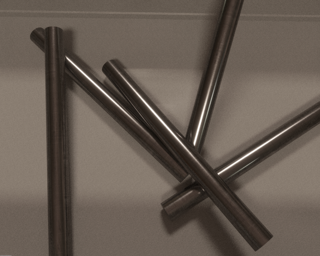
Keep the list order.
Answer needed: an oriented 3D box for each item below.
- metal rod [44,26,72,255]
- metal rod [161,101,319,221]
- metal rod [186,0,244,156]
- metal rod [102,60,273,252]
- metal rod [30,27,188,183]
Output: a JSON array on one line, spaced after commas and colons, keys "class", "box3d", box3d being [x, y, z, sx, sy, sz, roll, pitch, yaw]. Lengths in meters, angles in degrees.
[{"class": "metal rod", "box3d": [-0.129, 0.011, 0.389, 0.025, 0.025, 0.299, -6, 76, -3]}, {"class": "metal rod", "box3d": [0.135, 0.027, 0.401, 0.301, 0.025, 0.025, -30, 73, -11]}, {"class": "metal rod", "box3d": [0.076, -0.106, 0.378, 0.025, 0.025, 0.298, 15, 98, 5]}, {"class": "metal rod", "box3d": [0.018, 0.017, 0.382, 0.025, 0.025, 0.300, -36, 66, -12]}, {"class": "metal rod", "box3d": [-0.073, -0.039, 0.423, 0.300, 0.025, 0.025, 43, 75, 13]}]
